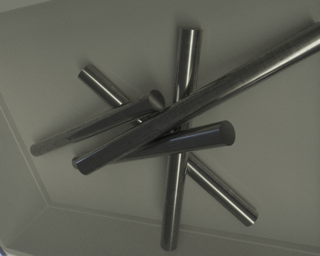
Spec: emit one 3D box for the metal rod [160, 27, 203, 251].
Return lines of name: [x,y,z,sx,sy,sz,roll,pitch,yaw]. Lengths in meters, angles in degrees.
metal rod: [0.023,0.031,0.385,0.025,0.025,0.298,13,115,20]

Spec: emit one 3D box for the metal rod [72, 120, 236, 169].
metal rod: [-0.035,0.031,0.404,0.299,0.025,0.025,-15,112,47]

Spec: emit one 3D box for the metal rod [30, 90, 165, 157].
metal rod: [-0.109,0.004,0.444,0.299,0.025,0.025,-18,109,42]

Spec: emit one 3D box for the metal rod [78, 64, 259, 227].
metal rod: [0.012,0.024,0.416,0.300,0.025,0.025,41,129,-1]

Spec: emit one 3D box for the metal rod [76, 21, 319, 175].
metal rod: [0.026,-0.018,0.335,0.300,0.025,0.025,-29,103,22]
